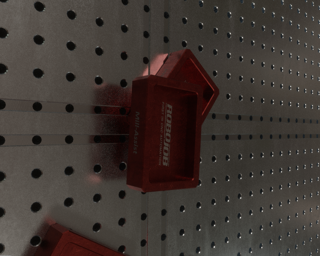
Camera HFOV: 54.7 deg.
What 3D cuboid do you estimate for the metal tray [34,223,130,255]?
[{"bbox_3d":[-0.081,0.173,0.339,0.130,0.030,0.090,40,65,-33],"label":"metal tray"}]

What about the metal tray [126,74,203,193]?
[{"bbox_3d":[0.008,0.008,0.374,0.091,0.030,0.129,5,87,-40],"label":"metal tray"}]

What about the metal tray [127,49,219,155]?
[{"bbox_3d":[0.024,-0.033,0.427,0.090,0.030,0.130,47,62,-30],"label":"metal tray"}]
